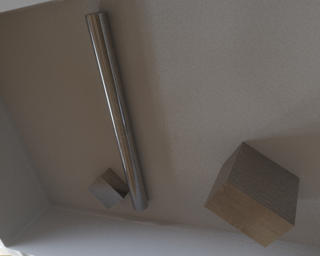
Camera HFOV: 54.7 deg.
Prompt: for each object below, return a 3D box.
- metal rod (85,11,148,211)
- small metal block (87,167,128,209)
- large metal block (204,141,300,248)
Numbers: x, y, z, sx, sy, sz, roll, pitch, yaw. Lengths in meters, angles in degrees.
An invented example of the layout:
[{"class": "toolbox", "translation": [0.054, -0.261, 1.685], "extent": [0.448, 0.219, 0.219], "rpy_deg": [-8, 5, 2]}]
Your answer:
[{"class": "metal rod", "translation": [-0.054, -0.004, 0.432], "extent": [0.025, 0.025, 0.298], "rpy_deg": [5, 121, 25]}, {"class": "small metal block", "translation": [-0.085, 0.101, 0.514], "extent": [0.050, 0.025, 0.050], "rpy_deg": [45, 129, -4]}, {"class": "large metal block", "translation": [0.109, 0.074, 0.361], "extent": [0.080, 0.080, 0.050], "rpy_deg": [34, 129, 5]}]
